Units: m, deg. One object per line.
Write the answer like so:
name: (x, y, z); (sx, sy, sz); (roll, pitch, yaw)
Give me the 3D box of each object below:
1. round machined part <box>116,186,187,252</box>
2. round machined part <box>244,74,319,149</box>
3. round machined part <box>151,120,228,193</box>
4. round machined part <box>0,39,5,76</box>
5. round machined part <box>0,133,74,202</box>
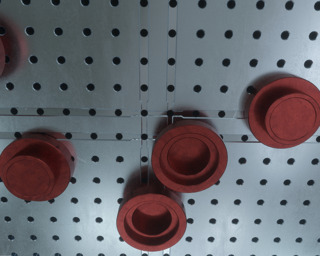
round machined part: (-0.012, 0.126, 0.451); (0.099, 0.042, 0.097); (0, 110, 0)
round machined part: (0.163, -0.017, 0.399); (0.099, 0.042, 0.097); (0, 110, 0)
round machined part: (0.038, 0.035, 0.417); (0.099, 0.042, 0.097); (0, 110, 0)
round machined part: (-0.234, -0.092, 0.369); (0.099, 0.042, 0.097); (0, 110, 0)
round machined part: (-0.173, 0.060, 0.425); (0.099, 0.042, 0.097); (0, 110, 0)
